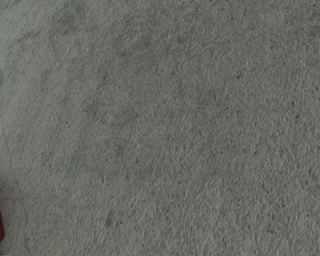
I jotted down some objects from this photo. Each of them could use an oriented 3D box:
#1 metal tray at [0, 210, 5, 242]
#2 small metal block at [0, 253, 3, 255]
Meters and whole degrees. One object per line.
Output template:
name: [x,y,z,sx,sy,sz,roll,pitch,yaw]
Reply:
metal tray: [-0.291,0.136,0.469,0.090,0.030,0.130,-38,51,2]
small metal block: [-0.241,0.197,0.410,0.050,0.025,0.050,-21,54,16]
